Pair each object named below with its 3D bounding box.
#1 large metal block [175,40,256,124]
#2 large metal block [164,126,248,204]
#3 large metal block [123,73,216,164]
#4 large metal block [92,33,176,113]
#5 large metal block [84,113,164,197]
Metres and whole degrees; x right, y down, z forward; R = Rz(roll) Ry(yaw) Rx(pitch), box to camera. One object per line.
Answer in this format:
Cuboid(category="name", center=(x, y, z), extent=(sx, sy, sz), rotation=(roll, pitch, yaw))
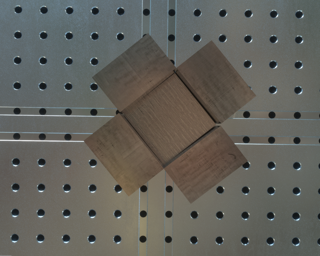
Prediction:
Cuboid(category="large metal block", center=(0.063, -0.052, 0.386), extent=(0.050, 0.080, 0.080), rotation=(-39, 91, 0))
Cuboid(category="large metal block", center=(0.052, 0.041, 0.387), extent=(0.080, 0.080, 0.050), rotation=(-37, 90, 0))
Cuboid(category="large metal block", center=(0.012, -0.011, 0.400), extent=(0.080, 0.050, 0.080), rotation=(-38, 89, 2))
Cuboid(category="large metal block", center=(-0.029, -0.062, 0.386), extent=(0.080, 0.080, 0.050), rotation=(-38, 90, 0))
Cuboid(category="large metal block", center=(-0.040, 0.029, 0.385), extent=(0.050, 0.080, 0.080), rotation=(-39, 91, 0))
